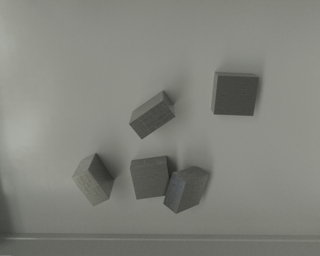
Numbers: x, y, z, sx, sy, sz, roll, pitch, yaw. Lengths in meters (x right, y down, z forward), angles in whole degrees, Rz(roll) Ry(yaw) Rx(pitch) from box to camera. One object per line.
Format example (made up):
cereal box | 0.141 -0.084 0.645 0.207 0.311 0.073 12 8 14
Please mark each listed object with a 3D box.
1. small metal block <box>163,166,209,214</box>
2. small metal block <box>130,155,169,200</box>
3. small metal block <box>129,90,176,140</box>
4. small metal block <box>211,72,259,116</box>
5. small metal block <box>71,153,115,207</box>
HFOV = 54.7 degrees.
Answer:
small metal block | 0.036 0.084 0.428 0.050 0.025 0.050 -7 119 -46
small metal block | -0.012 0.070 0.437 0.050 0.025 0.050 -8 110 3
small metal block | -0.009 -0.018 0.391 0.050 0.050 0.025 -34 107 11
small metal block | 0.094 -0.044 0.396 0.050 0.025 0.050 2 110 -1
small metal block | -0.089 0.070 0.423 0.025 0.050 0.050 -28 108 10
